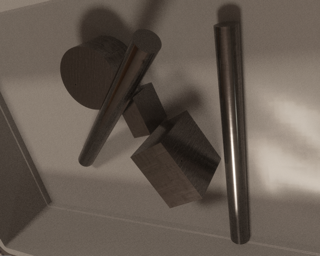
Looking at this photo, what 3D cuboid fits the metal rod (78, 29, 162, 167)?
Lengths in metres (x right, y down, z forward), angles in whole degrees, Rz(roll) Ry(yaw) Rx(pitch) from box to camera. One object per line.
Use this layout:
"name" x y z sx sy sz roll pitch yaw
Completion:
"metal rod" -0.065 -0.010 0.378 0.025 0.025 0.299 41 147 0

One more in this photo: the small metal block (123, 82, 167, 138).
"small metal block" -0.021 -0.023 0.388 0.025 0.050 0.050 -13 112 33

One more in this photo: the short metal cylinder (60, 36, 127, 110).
"short metal cylinder" -0.075 -0.070 0.388 0.080 0.050 0.079 13 124 20

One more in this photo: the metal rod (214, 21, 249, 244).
"metal rod" 0.090 0.027 0.376 0.025 0.025 0.298 4 120 26

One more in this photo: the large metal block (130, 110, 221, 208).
"large metal block" 0.023 0.037 0.383 0.050 0.080 0.080 -28 103 37
